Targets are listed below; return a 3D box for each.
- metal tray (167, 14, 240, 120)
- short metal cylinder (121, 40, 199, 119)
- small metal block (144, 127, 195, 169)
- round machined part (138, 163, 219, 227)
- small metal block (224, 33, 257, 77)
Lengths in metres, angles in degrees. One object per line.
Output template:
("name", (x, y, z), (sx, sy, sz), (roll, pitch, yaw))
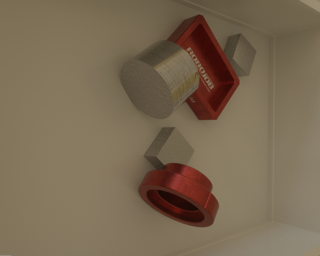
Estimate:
("metal tray", (0.060, -0.086, 0.455), (0.130, 0.030, 0.090), (51, 60, -28))
("short metal cylinder", (0.000, -0.058, 0.372), (0.050, 0.080, 0.080), (-43, 116, -32))
("small metal block", (0.014, 0.034, 0.420), (0.050, 0.025, 0.050), (50, 59, -29))
("round machined part", (0.026, 0.079, 0.384), (0.098, 0.098, 0.042), (49, 54, -30))
("small metal block", (0.132, -0.121, 0.520), (0.050, 0.025, 0.050), (33, 70, -36))
